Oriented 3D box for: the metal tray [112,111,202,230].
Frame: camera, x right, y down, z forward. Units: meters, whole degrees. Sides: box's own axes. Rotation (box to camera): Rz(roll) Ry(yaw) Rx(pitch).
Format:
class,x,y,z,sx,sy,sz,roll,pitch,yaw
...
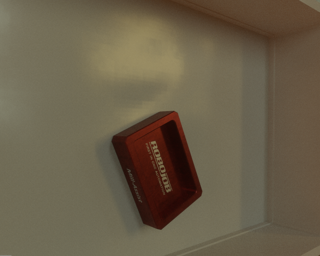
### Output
class,x,y,z,sx,sy,sz,roll,pitch,yaw
metal tray,0.001,0.053,0.405,0.091,0.030,0.129,-30,109,-36
